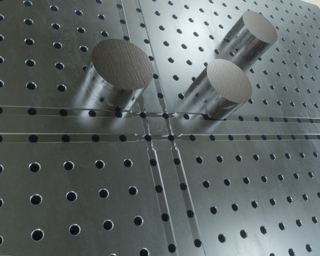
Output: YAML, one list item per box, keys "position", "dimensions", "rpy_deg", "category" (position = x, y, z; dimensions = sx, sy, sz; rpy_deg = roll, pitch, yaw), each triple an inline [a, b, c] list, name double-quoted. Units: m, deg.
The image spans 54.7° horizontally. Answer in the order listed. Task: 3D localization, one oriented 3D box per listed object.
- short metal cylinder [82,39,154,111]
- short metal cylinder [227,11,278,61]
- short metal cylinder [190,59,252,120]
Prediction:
- position: [-0.055, -0.069, 0.404]
  dimensions: [0.081, 0.050, 0.080]
  rpy_deg: [14, 56, -21]
  category: "short metal cylinder"
- position: [0.176, -0.177, 0.594]
  dimensions: [0.081, 0.050, 0.080]
  rpy_deg: [14, 56, -21]
  category: "short metal cylinder"
- position: [0.093, -0.059, 0.478]
  dimensions: [0.081, 0.050, 0.080]
  rpy_deg: [14, 56, -21]
  category: "short metal cylinder"
